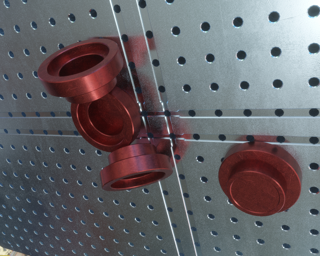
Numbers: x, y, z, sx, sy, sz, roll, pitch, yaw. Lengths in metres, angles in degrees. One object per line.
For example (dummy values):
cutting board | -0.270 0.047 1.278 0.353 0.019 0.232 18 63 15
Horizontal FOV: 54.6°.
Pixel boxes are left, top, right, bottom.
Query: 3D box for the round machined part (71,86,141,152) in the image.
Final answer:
round machined part | -0.069 -0.018 0.426 0.098 0.042 0.097 13 124 21

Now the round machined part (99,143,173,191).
round machined part | -0.035 0.053 0.428 0.098 0.099 0.042 -32 64 38

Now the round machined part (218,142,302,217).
round machined part | 0.119 0.069 0.380 0.098 0.042 0.097 13 124 21

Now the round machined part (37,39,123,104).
round machined part | -0.091 -0.066 0.374 0.098 0.098 0.042 6 135 25
